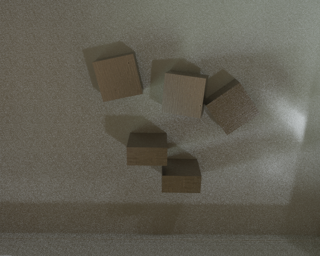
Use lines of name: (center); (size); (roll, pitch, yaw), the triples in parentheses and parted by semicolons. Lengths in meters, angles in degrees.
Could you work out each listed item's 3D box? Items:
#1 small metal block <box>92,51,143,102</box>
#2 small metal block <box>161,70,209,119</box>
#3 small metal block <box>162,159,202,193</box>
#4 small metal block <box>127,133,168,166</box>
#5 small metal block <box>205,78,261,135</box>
small metal block: (-0.051, -0.064, 0.387); (0.050, 0.025, 0.050); (-11, 110, 4)
small metal block: (0.031, -0.043, 0.389); (0.050, 0.025, 0.050); (10, 111, 13)
small metal block: (0.028, 0.064, 0.422); (0.050, 0.050, 0.025); (1, 110, -1)
small metal block: (-0.016, 0.027, 0.408); (0.050, 0.050, 0.025); (1, 110, 0)
small metal block: (0.092, -0.027, 0.402); (0.050, 0.025, 0.050); (-35, 107, 11)
